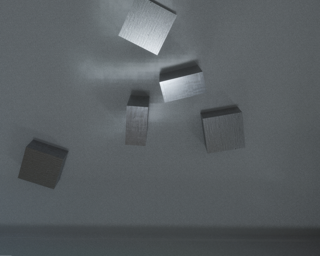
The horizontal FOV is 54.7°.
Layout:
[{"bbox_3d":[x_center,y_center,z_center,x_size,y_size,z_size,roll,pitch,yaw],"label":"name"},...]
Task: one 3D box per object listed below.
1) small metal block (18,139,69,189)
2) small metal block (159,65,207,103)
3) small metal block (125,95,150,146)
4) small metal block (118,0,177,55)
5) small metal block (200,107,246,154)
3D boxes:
[{"bbox_3d":[-0.161,0.050,0.428,0.050,0.025,0.050,20,109,-8],"label":"small metal block"},{"bbox_3d":[0.027,-0.055,0.378,0.050,0.050,0.025,-13,110,5],"label":"small metal block"},{"bbox_3d":[-0.028,-0.011,0.394,0.025,0.050,0.050,4,110,-2],"label":"small metal block"},{"bbox_3d":[-0.014,-0.122,0.366,0.050,0.025,0.050,25,108,-9],"label":"small metal block"},{"bbox_3d":[0.084,0.003,0.413,0.050,0.025,0.050,-10,110,3],"label":"small metal block"}]
